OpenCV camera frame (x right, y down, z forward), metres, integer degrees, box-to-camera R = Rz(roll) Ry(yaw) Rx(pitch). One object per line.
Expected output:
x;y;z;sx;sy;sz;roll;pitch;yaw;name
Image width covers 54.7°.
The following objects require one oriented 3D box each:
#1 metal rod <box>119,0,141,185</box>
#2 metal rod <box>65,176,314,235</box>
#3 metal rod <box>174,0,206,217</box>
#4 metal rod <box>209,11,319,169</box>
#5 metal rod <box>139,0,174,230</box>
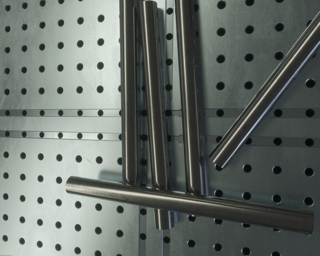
-0.042;-0.067;0.426;0.025;0.025;0.298;-1;90;19;metal rod
0.020;0.089;0.377;0.301;0.025;0.025;5;92;19;metal rod
0.039;-0.039;0.398;0.025;0.025;0.298;-4;89;19;metal rod
0.156;-0.077;0.357;0.025;0.025;0.299;38;102;15;metal rod
-0.005;-0.018;0.413;0.025;0.025;0.298;-5;88;19;metal rod
